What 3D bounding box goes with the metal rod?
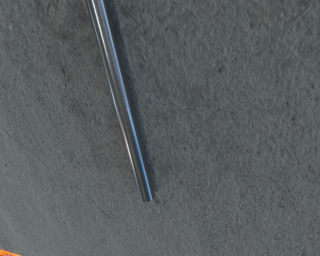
[{"bbox_3d":[-0.047,-0.024,0.414,0.025,0.025,0.298,3,120,26],"label":"metal rod"}]
